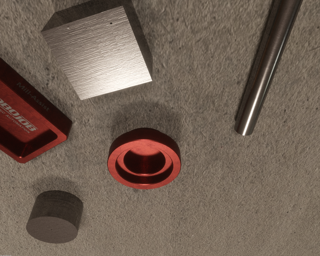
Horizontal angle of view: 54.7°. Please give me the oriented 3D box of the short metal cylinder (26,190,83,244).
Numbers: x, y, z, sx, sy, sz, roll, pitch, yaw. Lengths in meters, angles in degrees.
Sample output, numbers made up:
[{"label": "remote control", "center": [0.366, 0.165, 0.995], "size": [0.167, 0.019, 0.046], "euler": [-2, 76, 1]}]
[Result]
[{"label": "short metal cylinder", "center": [-0.173, 0.148, 0.515], "size": [0.081, 0.050, 0.079], "euler": [0, 130, 0]}]

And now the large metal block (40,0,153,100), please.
[{"label": "large metal block", "center": [-0.059, -0.084, 0.319], "size": [0.080, 0.050, 0.080], "euler": [-14, 129, 11]}]

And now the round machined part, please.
[{"label": "round machined part", "center": [-0.021, 0.038, 0.428], "size": [0.099, 0.042, 0.097], "euler": [-1, 130, 0]}]

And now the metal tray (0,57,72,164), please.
[{"label": "metal tray", "center": [-0.188, -0.018, 0.385], "size": [0.090, 0.030, 0.130], "euler": [-27, 126, 21]}]

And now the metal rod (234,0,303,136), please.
[{"label": "metal rod", "center": [0.124, -0.111, 0.314], "size": [0.025, 0.025, 0.298], "euler": [4, 130, -4]}]
